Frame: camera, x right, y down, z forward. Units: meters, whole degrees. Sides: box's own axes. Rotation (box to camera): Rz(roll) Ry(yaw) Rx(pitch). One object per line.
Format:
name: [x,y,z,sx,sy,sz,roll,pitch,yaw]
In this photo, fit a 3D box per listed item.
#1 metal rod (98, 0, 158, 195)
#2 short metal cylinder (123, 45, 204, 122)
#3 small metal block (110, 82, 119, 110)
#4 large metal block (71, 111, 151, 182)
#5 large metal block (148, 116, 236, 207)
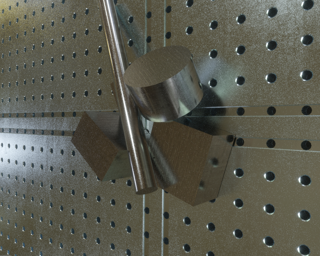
metal rod: [-0.048,-0.060,0.408,0.025,0.025,0.299,-34,57,34]
short metal cylinder: [0.005,-0.052,0.359,0.080,0.080,0.050,11,141,39]
small metal block: [-0.039,-0.052,0.440,0.050,0.025,0.050,-30,72,35]
large metal block: [-0.058,0.022,0.419,0.080,0.081,0.050,45,117,30]
large metal block: [0.031,0.034,0.365,0.080,0.050,0.079,22,104,37]
